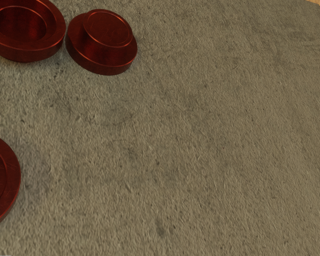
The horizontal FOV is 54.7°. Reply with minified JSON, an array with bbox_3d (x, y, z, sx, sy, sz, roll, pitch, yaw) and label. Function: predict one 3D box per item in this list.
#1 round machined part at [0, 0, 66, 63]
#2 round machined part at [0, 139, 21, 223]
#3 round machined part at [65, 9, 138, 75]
[{"bbox_3d":[-0.168,-0.118,0.374,0.099,0.042,0.098,14,56,-21],"label":"round machined part"},{"bbox_3d":[-0.176,0.051,0.267,0.099,0.042,0.098,14,56,-21],"label":"round machined part"},{"bbox_3d":[-0.077,-0.124,0.427,0.099,0.042,0.098,14,56,-21],"label":"round machined part"}]
